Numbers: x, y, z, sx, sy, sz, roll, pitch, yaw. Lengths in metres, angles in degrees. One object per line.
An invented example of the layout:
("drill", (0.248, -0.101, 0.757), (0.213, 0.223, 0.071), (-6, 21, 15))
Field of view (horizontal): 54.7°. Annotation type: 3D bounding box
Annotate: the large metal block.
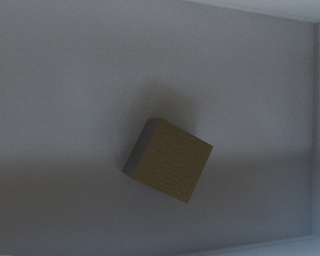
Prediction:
("large metal block", (0.009, 0.041, 0.402), (0.080, 0.050, 0.080), (29, 81, -18))
